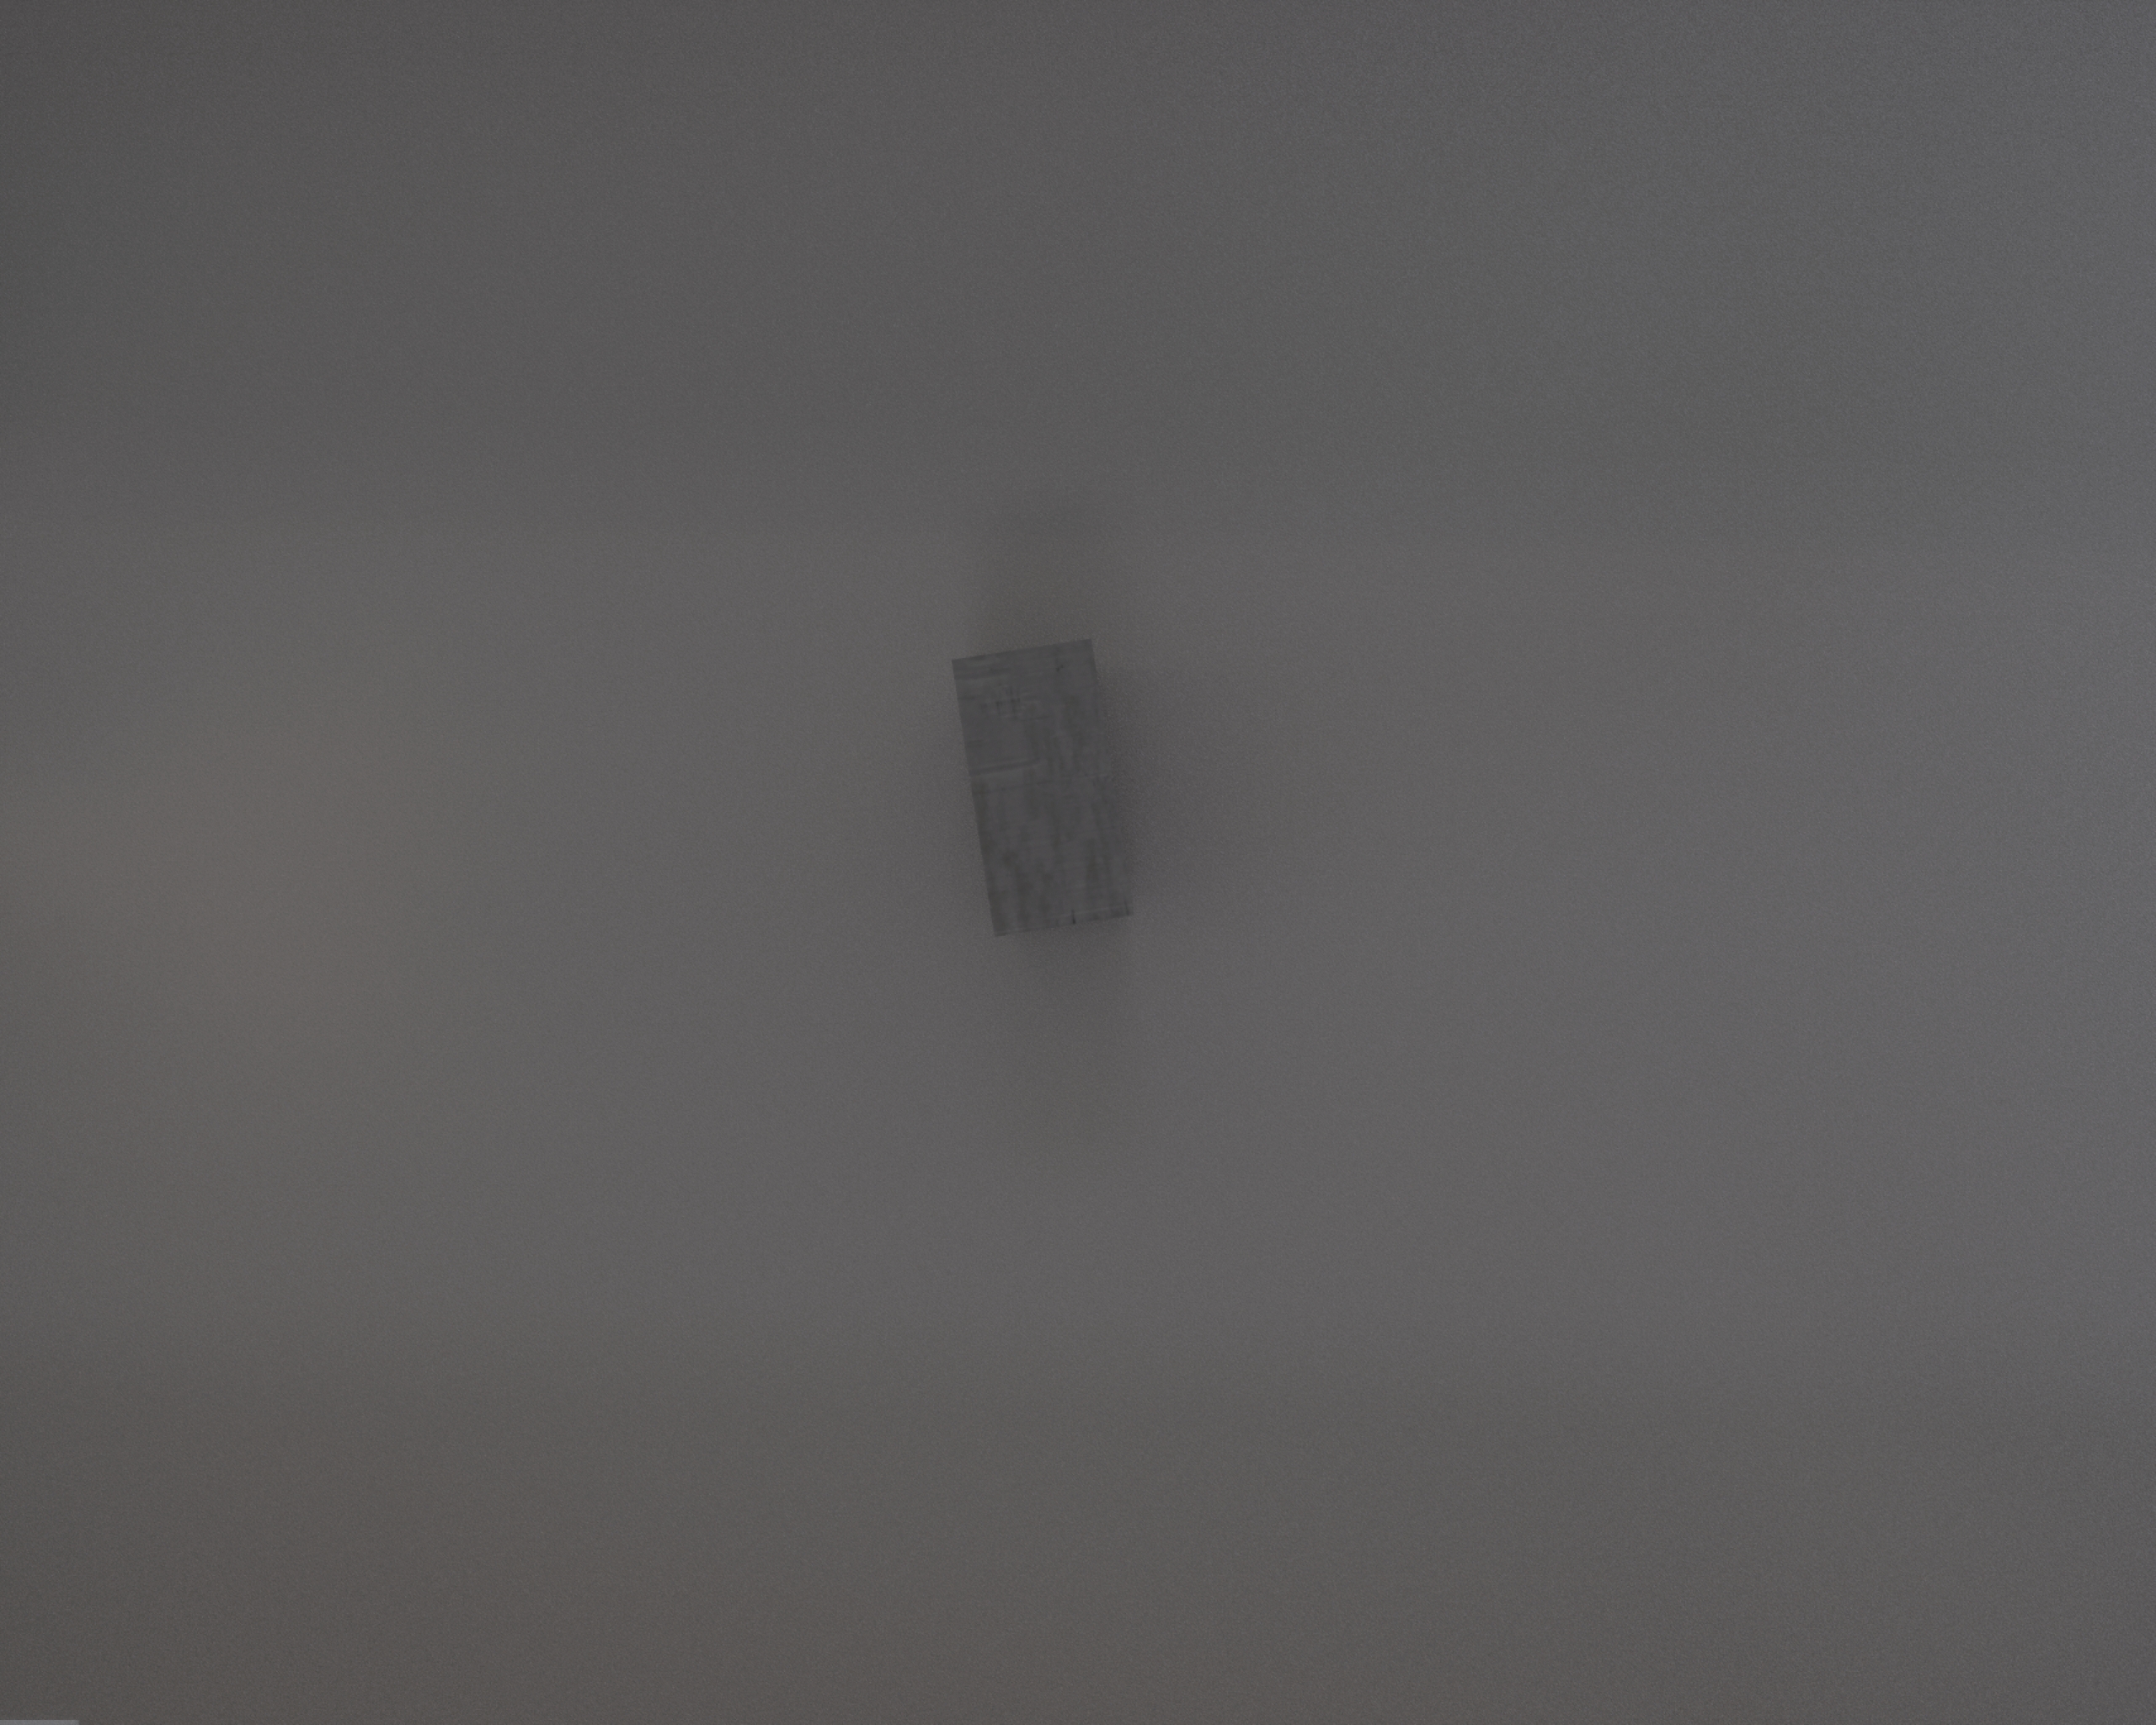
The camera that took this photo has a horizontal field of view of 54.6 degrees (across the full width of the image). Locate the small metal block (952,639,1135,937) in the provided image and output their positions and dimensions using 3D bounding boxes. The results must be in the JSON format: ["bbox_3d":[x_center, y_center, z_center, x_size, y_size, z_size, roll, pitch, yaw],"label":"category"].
[{"bbox_3d":[-0.006,-0.013,0.395,0.025,0.050,0.050,-9,90,0],"label":"small metal block"}]
